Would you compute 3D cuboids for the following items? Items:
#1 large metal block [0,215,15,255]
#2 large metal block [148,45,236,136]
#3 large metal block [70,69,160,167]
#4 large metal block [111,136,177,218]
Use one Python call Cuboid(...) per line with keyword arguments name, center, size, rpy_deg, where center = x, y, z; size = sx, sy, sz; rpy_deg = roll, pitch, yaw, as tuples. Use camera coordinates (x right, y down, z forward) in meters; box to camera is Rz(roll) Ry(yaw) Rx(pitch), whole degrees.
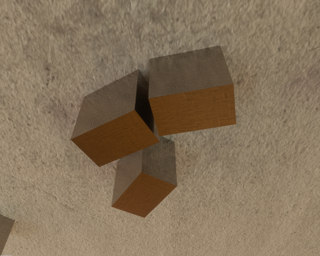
Cuboid(name="large metal block", center=(-0.310, 0.187, 0.525), size=(0.080, 0.080, 0.050), rpy_deg=(37, 121, -27))
Cuboid(name="large metal block", center=(0.033, -0.042, 0.336), size=(0.080, 0.080, 0.050), rpy_deg=(-9, 130, 7))
Cuboid(name="large metal block", center=(-0.048, -0.012, 0.360), size=(0.080, 0.080, 0.050), rpy_deg=(-23, 127, 18))
Cuboid(name="large metal block", center=(-0.022, 0.061, 0.423), size=(0.050, 0.080, 0.080), rpy_deg=(25, 126, -20))
